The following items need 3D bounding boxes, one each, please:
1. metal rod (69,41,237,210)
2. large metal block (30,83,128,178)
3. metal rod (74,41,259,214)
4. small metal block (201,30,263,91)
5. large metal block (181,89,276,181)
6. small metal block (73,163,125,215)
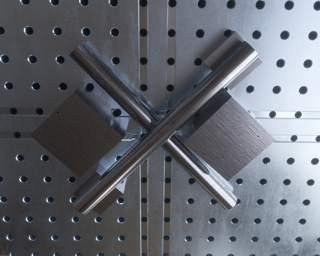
[{"bbox_3d":[0.001,0.007,0.415,0.025,0.025,0.300,-41,105,13],"label":"metal rod"},{"bbox_3d":[-0.101,0.002,0.400,0.080,0.050,0.080,-41,105,13],"label":"large metal block"},{"bbox_3d":[-0.002,0.009,0.389,0.299,0.025,0.025,-43,105,14],"label":"metal rod"},{"bbox_3d":[0.088,-0.084,0.384,0.050,0.025,0.050,-42,105,14],"label":"small metal block"},{"bbox_3d":[0.086,0.008,0.404,0.080,0.050,0.080,41,105,-14],"label":"large metal block"},{"bbox_3d":[-0.087,0.088,0.445,0.050,0.025,0.050,43,104,-14],"label":"small metal block"}]
